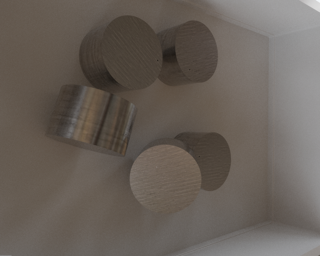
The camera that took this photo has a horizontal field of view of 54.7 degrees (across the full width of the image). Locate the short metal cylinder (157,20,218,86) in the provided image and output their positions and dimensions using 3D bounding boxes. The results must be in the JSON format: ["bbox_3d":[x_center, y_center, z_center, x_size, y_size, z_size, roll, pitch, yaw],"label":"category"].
[{"bbox_3d":[0.033,-0.099,0.420,0.081,0.050,0.079,0,90,-40],"label":"short metal cylinder"}]

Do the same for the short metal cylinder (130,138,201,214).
[{"bbox_3d":[0.008,0.055,0.372,0.080,0.050,0.079,0,97,3],"label":"short metal cylinder"}]

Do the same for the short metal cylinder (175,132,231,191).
[{"bbox_3d":[0.056,0.046,0.439,0.081,0.050,0.079,0,90,-40],"label":"short metal cylinder"}]

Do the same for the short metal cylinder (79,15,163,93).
[{"bbox_3d":[-0.044,-0.082,0.355,0.081,0.050,0.079,0,90,-40],"label":"short metal cylinder"}]

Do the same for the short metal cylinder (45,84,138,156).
[{"bbox_3d":[-0.068,-0.005,0.315,0.080,0.080,0.050,23,75,-38],"label":"short metal cylinder"}]
